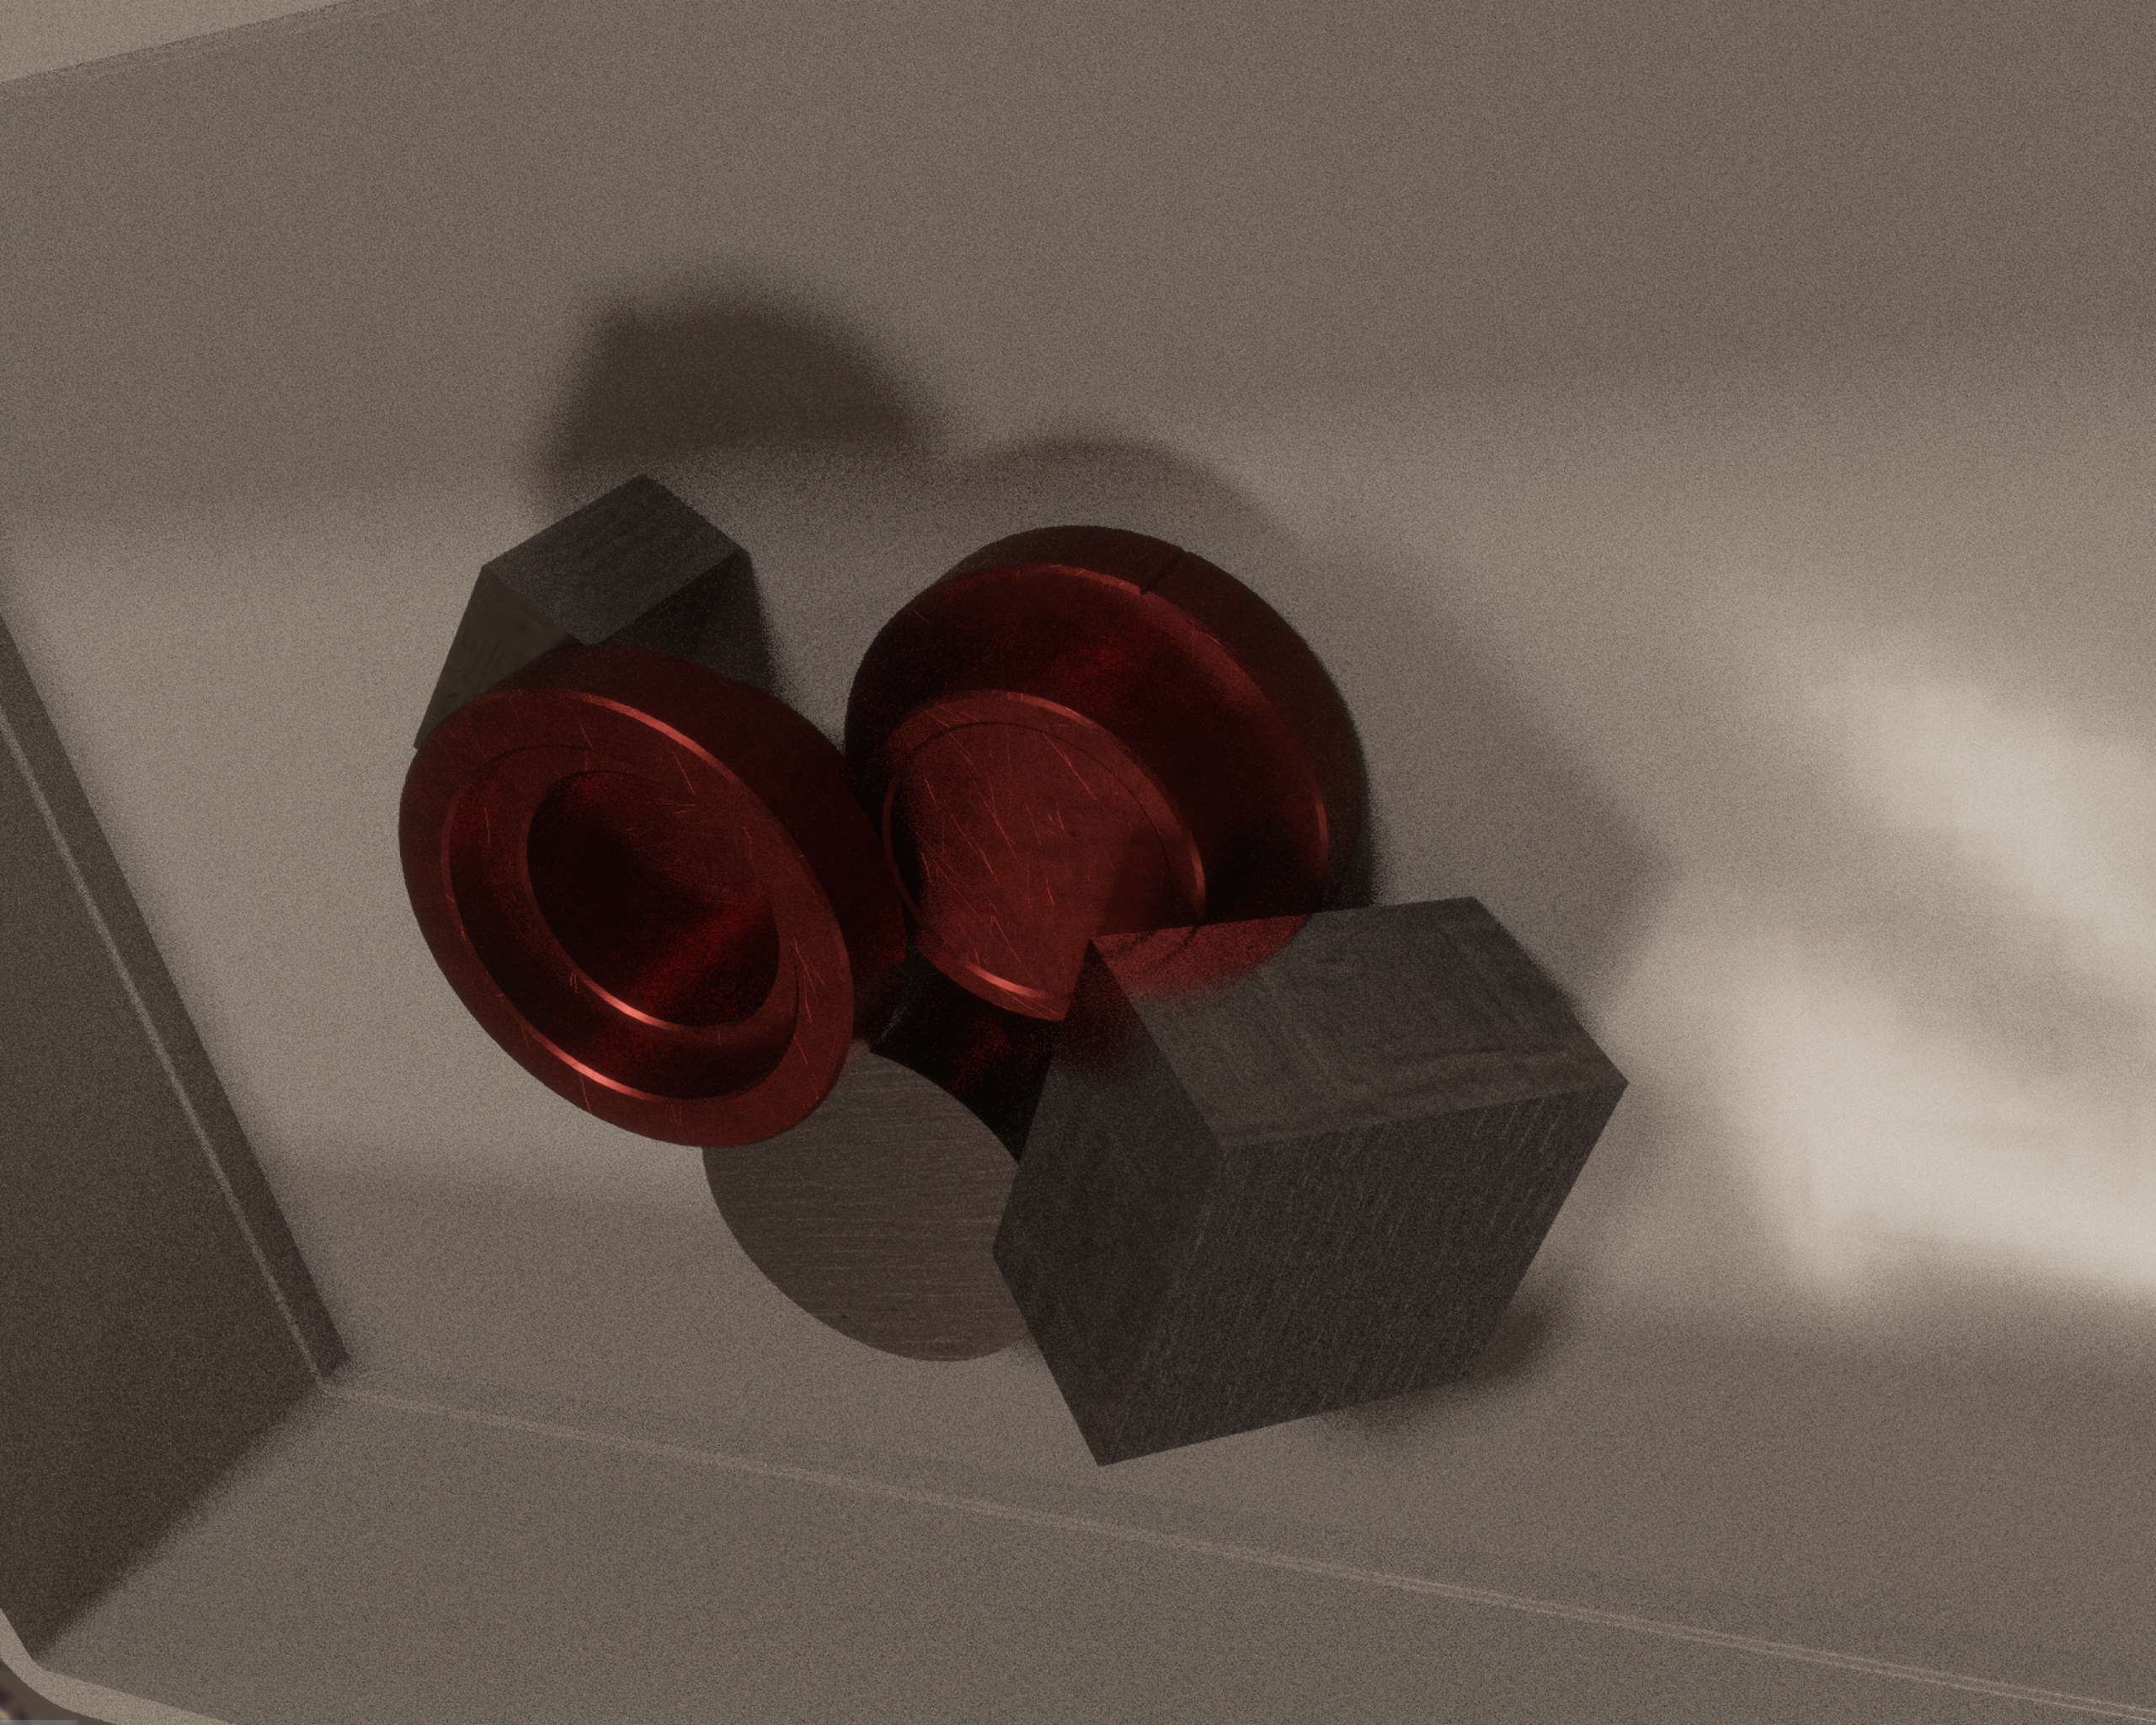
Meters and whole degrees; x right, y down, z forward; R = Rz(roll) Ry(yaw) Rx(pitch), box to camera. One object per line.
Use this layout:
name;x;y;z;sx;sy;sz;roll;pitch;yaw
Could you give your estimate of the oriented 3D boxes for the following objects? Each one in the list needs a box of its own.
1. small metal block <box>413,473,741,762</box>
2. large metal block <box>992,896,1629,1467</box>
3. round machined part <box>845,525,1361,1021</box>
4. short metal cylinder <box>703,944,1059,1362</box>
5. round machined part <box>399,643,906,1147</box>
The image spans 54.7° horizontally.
small metal block;-0.099;-0.043;0.414;0.025;0.050;0.050;38;129;2
large metal block;0.039;0.056;0.375;0.050;0.081;0.079;57;142;42
round machined part;-0.001;-0.009;0.387;0.098;0.042;0.097;13;124;20
short metal cylinder;-0.031;0.058;0.441;0.080;0.050;0.079;13;124;20
round machined part;-0.076;0.003;0.398;0.098;0.042;0.097;13;124;20
